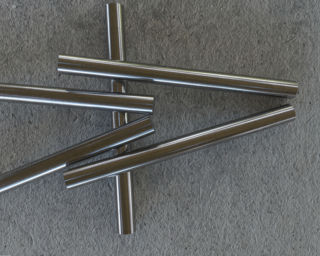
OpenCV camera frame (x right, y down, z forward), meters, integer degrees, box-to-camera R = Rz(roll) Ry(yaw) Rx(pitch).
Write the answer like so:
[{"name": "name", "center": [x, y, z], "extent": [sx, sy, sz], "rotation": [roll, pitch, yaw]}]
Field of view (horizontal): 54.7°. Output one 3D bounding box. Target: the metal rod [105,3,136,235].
[{"name": "metal rod", "center": [-0.052, -0.012, 0.410], "extent": [0.025, 0.025, 0.298], "rotation": [-3, 90, -1]}]

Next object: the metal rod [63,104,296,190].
[{"name": "metal rod", "center": [0.030, 0.022, 0.396], "extent": [0.302, 0.025, 0.025], "rotation": [-16, 90, -7]}]

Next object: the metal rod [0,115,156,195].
[{"name": "metal rod", "center": [-0.149, 0.050, 0.395], "extent": [0.301, 0.025, 0.025], "rotation": [-22, 90, 5]}]

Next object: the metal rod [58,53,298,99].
[{"name": "metal rod", "center": [0.028, -0.065, 0.395], "extent": [0.302, 0.025, 0.025], "rotation": [5, 90, -7]}]

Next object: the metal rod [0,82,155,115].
[{"name": "metal rod", "center": [-0.157, -0.042, 0.395], "extent": [0.302, 0.025, 0.025], "rotation": [5, 90, 5]}]
